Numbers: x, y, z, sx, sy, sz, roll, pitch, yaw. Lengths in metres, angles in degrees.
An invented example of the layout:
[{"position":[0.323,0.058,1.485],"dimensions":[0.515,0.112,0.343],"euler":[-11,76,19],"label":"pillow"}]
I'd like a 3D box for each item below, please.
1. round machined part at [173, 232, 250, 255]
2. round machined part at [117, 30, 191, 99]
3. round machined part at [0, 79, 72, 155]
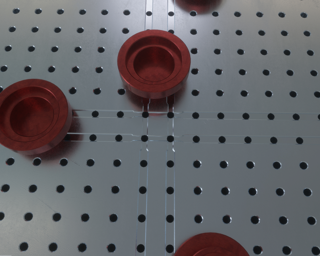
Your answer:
[{"position":[0.059,0.167,0.342],"dimensions":[0.099,0.042,0.098],"euler":[0,70,0],"label":"round machined part"},{"position":[-0.008,-0.084,0.434],"dimensions":[0.099,0.042,0.098],"euler":[0,70,0],"label":"round machined part"},{"position":[-0.164,-0.012,0.406],"dimensions":[0.099,0.042,0.098],"euler":[0,70,0],"label":"round machined part"}]
